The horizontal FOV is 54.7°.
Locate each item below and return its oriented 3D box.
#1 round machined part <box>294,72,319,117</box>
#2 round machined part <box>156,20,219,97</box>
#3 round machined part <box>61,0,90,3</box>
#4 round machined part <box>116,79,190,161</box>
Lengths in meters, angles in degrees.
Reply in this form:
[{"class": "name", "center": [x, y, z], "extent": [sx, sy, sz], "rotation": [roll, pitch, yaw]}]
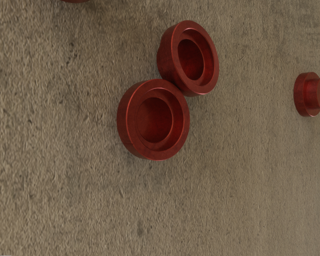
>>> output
[{"class": "round machined part", "center": [0.335, -0.074, 0.674], "extent": [0.099, 0.042, 0.097], "rotation": [0, 90, -40]}, {"class": "round machined part", "center": [0.034, -0.089, 0.415], "extent": [0.099, 0.042, 0.098], "rotation": [10, 76, -44]}, {"class": "round machined part", "center": [-0.097, -0.176, 0.312], "extent": [0.099, 0.042, 0.097], "rotation": [0, 90, -40]}, {"class": "round machined part", "center": [-0.012, -0.010, 0.383], "extent": [0.099, 0.042, 0.097], "rotation": [0, 90, -40]}]
